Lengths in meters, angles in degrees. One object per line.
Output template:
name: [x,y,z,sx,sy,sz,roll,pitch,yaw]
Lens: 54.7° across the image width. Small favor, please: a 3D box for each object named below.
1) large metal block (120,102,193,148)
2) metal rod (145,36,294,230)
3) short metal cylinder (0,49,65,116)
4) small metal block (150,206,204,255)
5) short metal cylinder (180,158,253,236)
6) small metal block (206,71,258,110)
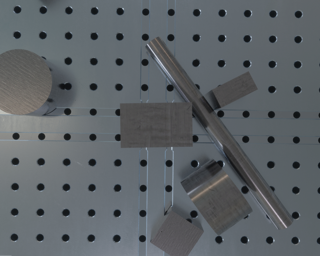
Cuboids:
large metal block: [-0.004,-0.004,0.386,0.081,0.080,0.050,-1,90,0]
metal rod: [0.079,0.007,0.413,0.025,0.025,0.299,-36,90,0]
short metal cylinder: [-0.171,-0.056,0.399,0.081,0.050,0.080,0,90,0]
small metal block: [0.022,0.141,0.413,0.050,0.025,0.050,34,90,0]
short metal cylinder: [0.069,0.085,0.386,0.050,0.080,0.080,-36,90,0]
small metal block: [0.091,-0.047,0.401,0.050,0.050,0.025,-27,90,0]
